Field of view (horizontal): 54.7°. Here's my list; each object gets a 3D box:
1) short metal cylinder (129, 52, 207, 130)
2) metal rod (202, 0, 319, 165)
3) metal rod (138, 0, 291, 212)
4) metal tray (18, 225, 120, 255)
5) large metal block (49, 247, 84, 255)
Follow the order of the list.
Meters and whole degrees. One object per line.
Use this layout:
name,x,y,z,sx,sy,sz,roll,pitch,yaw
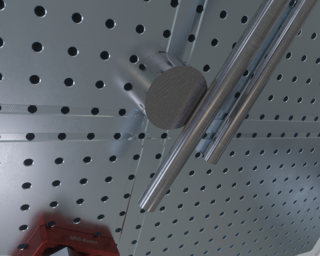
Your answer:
short metal cylinder,0.009,-0.045,0.372,0.081,0.050,0.079,-14,124,-21
metal rod,0.146,-0.076,0.443,0.025,0.025,0.298,17,109,-35
metal rod,0.058,-0.024,0.362,0.025,0.025,0.298,21,107,-36
metal tray,-0.136,0.197,0.455,0.131,0.030,0.090,29,102,-38
large metal block,-0.120,0.218,0.414,0.050,0.080,0.080,-27,142,-3
